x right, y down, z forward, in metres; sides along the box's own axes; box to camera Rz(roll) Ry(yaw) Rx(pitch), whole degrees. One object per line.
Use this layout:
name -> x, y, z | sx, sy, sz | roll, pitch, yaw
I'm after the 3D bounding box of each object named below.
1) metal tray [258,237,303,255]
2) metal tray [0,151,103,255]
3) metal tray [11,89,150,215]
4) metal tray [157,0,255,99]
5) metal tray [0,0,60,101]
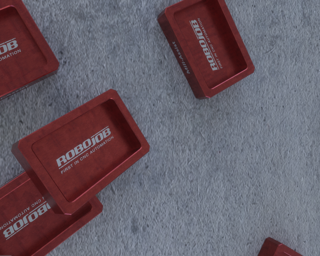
metal tray -> 0.176, 0.246, 0.471 | 0.090, 0.030, 0.130 | 33, 79, -17
metal tray -> -0.144, 0.096, 0.353 | 0.131, 0.030, 0.090 | -36, 102, -16
metal tray -> -0.082, 0.023, 0.351 | 0.131, 0.030, 0.090 | -38, 102, -37
metal tray -> 0.066, -0.116, 0.430 | 0.091, 0.030, 0.130 | -31, 100, -18
metal tray -> -0.190, -0.075, 0.335 | 0.131, 0.030, 0.090 | -32, 101, -17
